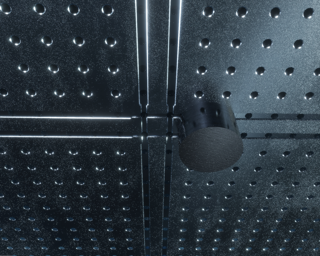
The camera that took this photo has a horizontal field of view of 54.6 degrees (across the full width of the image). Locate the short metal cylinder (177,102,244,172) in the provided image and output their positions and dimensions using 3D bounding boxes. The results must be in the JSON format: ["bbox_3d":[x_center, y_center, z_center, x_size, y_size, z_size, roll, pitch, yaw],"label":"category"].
[{"bbox_3d":[0.064,0.013,0.406,0.080,0.050,0.080,0,130,0],"label":"short metal cylinder"}]
